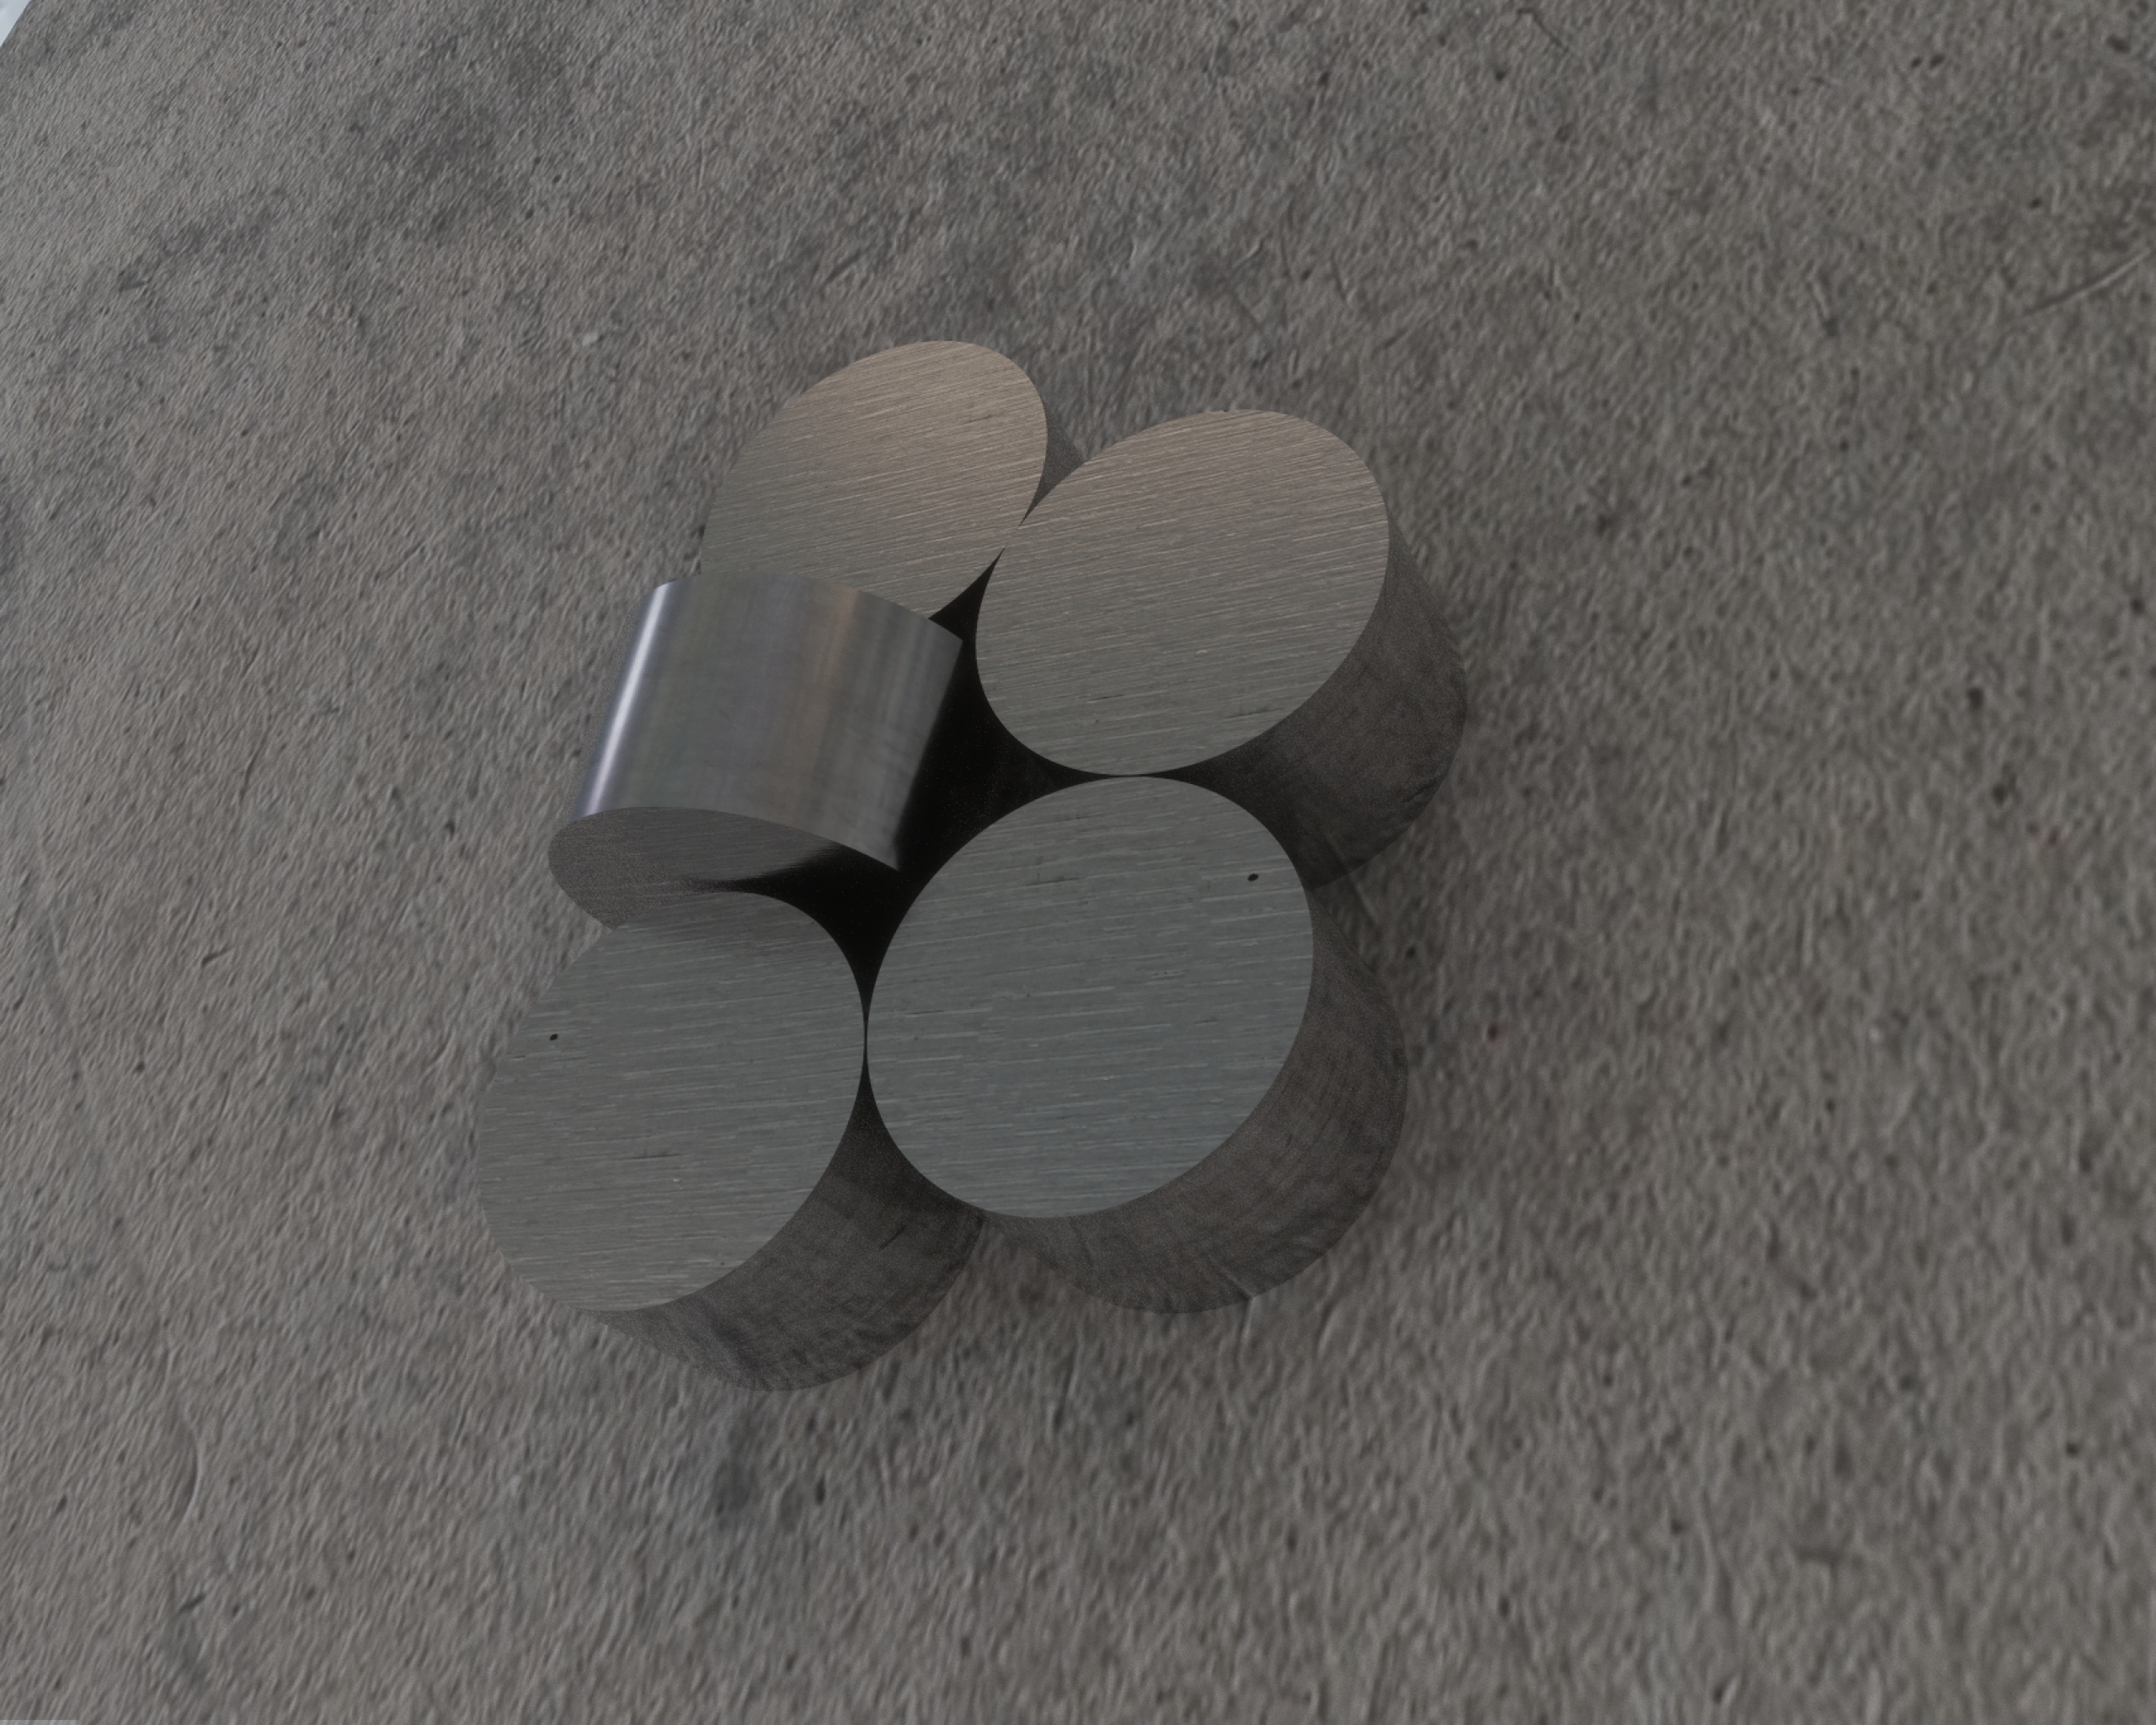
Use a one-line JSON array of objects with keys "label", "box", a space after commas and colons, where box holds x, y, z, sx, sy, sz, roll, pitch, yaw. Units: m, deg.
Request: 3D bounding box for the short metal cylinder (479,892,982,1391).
[{"label": "short metal cylinder", "box": [-0.062, 0.052, 0.389, 0.080, 0.050, 0.080, -13, 56, 21]}]

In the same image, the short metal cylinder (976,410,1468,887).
[{"label": "short metal cylinder", "box": [0.028, -0.039, 0.397, 0.080, 0.050, 0.080, -13, 56, 21]}]

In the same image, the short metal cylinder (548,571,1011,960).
[{"label": "short metal cylinder", "box": [-0.056, -0.013, 0.406, 0.080, 0.080, 0.050, -3, 61, 27]}]

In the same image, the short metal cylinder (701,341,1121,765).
[{"label": "short metal cylinder", "box": [-0.032, -0.063, 0.444, 0.080, 0.050, 0.080, -13, 56, 21]}]

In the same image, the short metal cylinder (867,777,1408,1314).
[{"label": "short metal cylinder", "box": [0.011, 0.032, 0.362, 0.080, 0.050, 0.080, -13, 56, 21]}]
